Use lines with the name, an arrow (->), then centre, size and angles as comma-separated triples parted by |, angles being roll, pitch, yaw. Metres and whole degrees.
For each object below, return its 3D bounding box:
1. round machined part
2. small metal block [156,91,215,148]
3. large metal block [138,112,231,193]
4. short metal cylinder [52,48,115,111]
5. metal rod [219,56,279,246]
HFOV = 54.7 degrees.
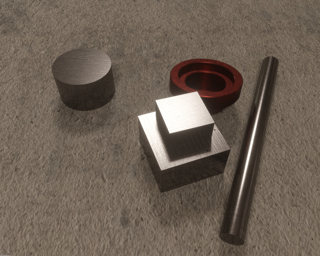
round machined part -> 0.062, -0.055, 0.433 | 0.099, 0.042, 0.098 | 1, 41, -1
small metal block -> 0.026, -0.010, 0.348 | 0.050, 0.025, 0.050 | -13, 52, -11
large metal block -> 0.025, 0.020, 0.370 | 0.081, 0.050, 0.080 | -15, 52, -13
short metal cylinder -> -0.108, -0.071, 0.445 | 0.081, 0.050, 0.080 | 0, 50, 0
metal rod -> 0.124, 0.004, 0.401 | 0.025, 0.025, 0.301 | 16, 52, 13
